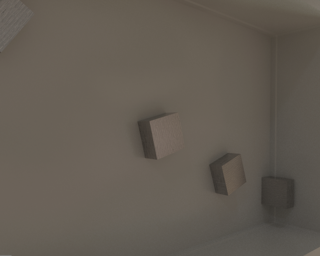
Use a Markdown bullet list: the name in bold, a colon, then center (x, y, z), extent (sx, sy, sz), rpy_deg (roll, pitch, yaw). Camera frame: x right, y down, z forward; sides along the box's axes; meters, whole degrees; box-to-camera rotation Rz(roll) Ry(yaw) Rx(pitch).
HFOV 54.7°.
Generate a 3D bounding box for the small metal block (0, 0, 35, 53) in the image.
- **small metal block**: center (-0.153, -0.101, 0.278), extent (0.050, 0.025, 0.050), rpy_deg (42, 65, -32)

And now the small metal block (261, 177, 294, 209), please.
- **small metal block**: center (0.217, 0.118, 0.572), extent (0.025, 0.050, 0.050), rpy_deg (1, 89, -40)

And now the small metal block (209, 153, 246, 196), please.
- **small metal block**: center (0.110, 0.073, 0.499), extent (0.050, 0.025, 0.050), rpy_deg (-24, 105, -37)

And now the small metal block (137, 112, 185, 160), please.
- **small metal block**: center (0.003, 0.009, 0.409), extent (0.050, 0.025, 0.050), rpy_deg (-19, 102, -38)
